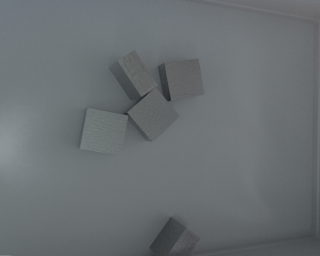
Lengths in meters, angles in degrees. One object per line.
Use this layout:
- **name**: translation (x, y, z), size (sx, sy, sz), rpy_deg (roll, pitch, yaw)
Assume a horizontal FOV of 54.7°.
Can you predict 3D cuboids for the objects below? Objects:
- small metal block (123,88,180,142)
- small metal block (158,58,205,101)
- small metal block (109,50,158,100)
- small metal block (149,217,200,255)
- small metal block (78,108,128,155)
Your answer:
- **small metal block**: translation (-0.011, -0.017, 0.407), size (0.050, 0.025, 0.050), rpy_deg (-44, 104, -15)
- **small metal block**: translation (0.029, -0.065, 0.422), size (0.050, 0.025, 0.050), rpy_deg (-12, 94, -20)
- **small metal block**: translation (-0.034, -0.064, 0.385), size (0.025, 0.050, 0.050), rpy_deg (-37, 102, -16)
- **small metal block**: translation (0.018, 0.151, 0.405), size (0.025, 0.050, 0.050), rpy_deg (41, 77, -16)
- **small metal block**: translation (-0.071, 0.005, 0.385), size (0.050, 0.025, 0.050), rpy_deg (11, 86, -20)
